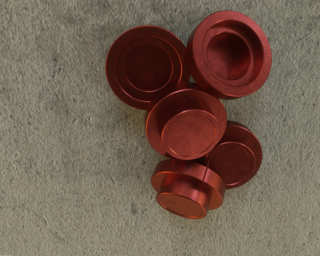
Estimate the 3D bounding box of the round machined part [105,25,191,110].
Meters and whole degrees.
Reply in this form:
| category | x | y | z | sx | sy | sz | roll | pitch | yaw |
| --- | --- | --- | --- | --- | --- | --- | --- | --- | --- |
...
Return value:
| category | x | y | z | sx | sy | sz | roll | pitch | yaw |
| --- | --- | --- | --- | --- | --- | --- | --- | --- | --- |
| round machined part | -0.013 | -0.074 | 0.375 | 0.099 | 0.042 | 0.097 | 0 | 110 | -1 |

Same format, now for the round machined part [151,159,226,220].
| category | x | y | z | sx | sy | sz | roll | pitch | yaw |
| --- | --- | --- | --- | --- | --- | --- | --- | --- | --- |
| round machined part | 0.033 | 0.085 | 0.407 | 0.098 | 0.042 | 0.097 | 16 | 145 | 11 |

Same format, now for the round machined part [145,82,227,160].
| category | x | y | z | sx | sy | sz | roll | pitch | yaw |
| --- | --- | --- | --- | --- | --- | --- | --- | --- | --- |
| round machined part | 0.032 | -0.001 | 0.367 | 0.099 | 0.042 | 0.097 | -5 | 121 | -7 |

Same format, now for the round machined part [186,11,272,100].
| category | x | y | z | sx | sy | sz | roll | pitch | yaw |
| --- | --- | --- | --- | --- | --- | --- | --- | --- | --- |
| round machined part | 0.075 | -0.080 | 0.359 | 0.099 | 0.042 | 0.097 | 2 | 83 | -18 |

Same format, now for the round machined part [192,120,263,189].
| category | x | y | z | sx | sy | sz | roll | pitch | yaw |
| --- | --- | --- | --- | --- | --- | --- | --- | --- | --- |
| round machined part | 0.090 | 0.042 | 0.419 | 0.099 | 0.042 | 0.097 | 0 | 110 | -1 |
